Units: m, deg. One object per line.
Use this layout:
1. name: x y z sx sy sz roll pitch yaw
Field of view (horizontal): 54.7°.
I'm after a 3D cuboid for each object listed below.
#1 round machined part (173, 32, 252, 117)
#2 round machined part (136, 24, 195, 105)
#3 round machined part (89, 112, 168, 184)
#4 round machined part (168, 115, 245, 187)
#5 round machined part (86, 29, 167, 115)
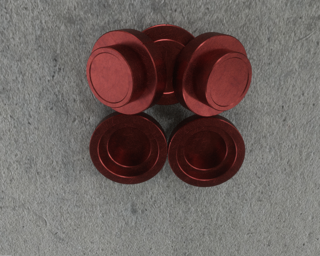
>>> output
1. round machined part: 0.067 -0.058 0.358 0.099 0.042 0.097 -15 120 -28
2. round machined part: 0.006 -0.074 0.374 0.099 0.042 0.097 0 110 -1
3. round machined part: -0.040 0.022 0.409 0.099 0.042 0.097 0 110 -1
4. round machined part: 0.059 0.026 0.412 0.099 0.042 0.097 0 110 -1
5. round machined part: -0.045 -0.061 0.353 0.098 0.042 0.097 14 118 30
